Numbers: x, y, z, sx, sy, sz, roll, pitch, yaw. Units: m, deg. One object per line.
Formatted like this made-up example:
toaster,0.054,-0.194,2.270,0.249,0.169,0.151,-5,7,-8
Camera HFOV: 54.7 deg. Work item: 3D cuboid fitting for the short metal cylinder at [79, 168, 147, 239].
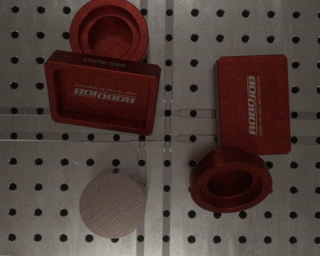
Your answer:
short metal cylinder,-0.058,0.094,0.400,0.081,0.050,0.079,0,90,-1

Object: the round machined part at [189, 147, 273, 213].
round machined part,0.086,0.062,0.390,0.099,0.042,0.097,-1,131,-1

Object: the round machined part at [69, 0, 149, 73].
round machined part,-0.063,-0.115,0.404,0.099,0.042,0.097,0,90,-1

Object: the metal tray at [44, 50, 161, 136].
metal tray,-0.069,-0.041,0.384,0.131,0.030,0.089,8,130,-1

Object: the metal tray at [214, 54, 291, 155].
metal tray,0.122,-0.029,0.413,0.091,0.030,0.129,-2,90,-1
